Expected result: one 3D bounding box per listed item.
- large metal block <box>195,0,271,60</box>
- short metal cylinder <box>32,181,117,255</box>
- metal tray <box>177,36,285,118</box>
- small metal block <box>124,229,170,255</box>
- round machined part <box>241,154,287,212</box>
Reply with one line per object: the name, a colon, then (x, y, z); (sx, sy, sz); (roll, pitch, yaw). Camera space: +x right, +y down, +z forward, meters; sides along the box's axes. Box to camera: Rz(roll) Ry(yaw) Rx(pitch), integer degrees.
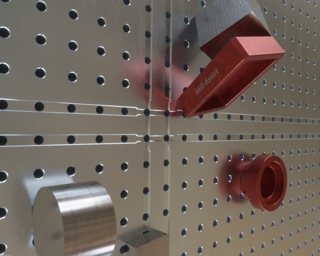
large metal block: (0.100, -0.145, 0.438); (0.050, 0.080, 0.080); (34, 40, -35)
short metal cylinder: (-0.085, 0.094, 0.302); (0.050, 0.080, 0.080); (0, 90, -40)
metal tray: (0.093, -0.067, 0.420); (0.091, 0.129, 0.030); (-14, 68, -39)
small metal block: (-0.015, 0.165, 0.397); (0.050, 0.025, 0.050); (-9, 96, -40)
round machined part: (0.182, 0.095, 0.550); (0.099, 0.042, 0.097); (0, 90, -40)
